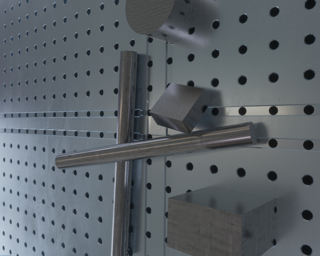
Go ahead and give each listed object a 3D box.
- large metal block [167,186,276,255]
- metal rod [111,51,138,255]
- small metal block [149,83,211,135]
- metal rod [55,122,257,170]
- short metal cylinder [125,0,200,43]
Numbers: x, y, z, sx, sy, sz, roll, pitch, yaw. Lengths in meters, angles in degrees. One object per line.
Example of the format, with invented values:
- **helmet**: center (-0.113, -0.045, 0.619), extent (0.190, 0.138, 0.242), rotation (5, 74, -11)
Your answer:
- **large metal block**: center (0.064, 0.097, 0.320), extent (0.080, 0.081, 0.050), rotation (3, 92, 40)
- **metal rod**: center (-0.052, 0.040, 0.452), extent (0.025, 0.025, 0.298), rotation (5, 93, 40)
- **small metal block**: center (0.024, -0.025, 0.373), extent (0.050, 0.025, 0.050), rotation (17, 62, 38)
- **metal rod**: center (-0.027, 0.029, 0.406), extent (0.300, 0.025, 0.025), rotation (-11, 83, 31)
- **short metal cylinder**: center (0.003, -0.153, 0.391), extent (0.080, 0.050, 0.079), rotation (0, 90, 40)
